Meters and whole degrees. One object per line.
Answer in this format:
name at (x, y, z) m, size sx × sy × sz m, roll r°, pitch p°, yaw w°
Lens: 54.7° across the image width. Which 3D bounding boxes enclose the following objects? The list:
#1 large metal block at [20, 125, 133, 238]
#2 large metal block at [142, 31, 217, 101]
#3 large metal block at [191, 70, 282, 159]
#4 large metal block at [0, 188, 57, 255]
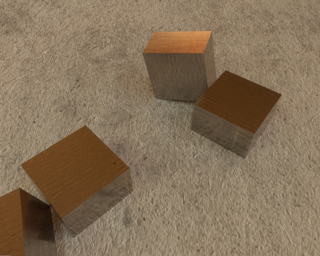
large metal block at (-0.088, 0.056, 0.339) m, size 0.080 × 0.050 × 0.080 m, roll -35°, pitch 59°, yaw -26°
large metal block at (0.031, -0.085, 0.429) m, size 0.080 × 0.080 × 0.050 m, roll 5°, pitch 49°, yaw 20°
large metal block at (0.098, -0.020, 0.404) m, size 0.080 × 0.050 × 0.080 m, roll 30°, pitch 56°, yaw 22°
large metal block at (-0.143, 0.113, 0.277) m, size 0.080 × 0.050 × 0.080 m, roll -26°, pitch 53°, yaw 1°
